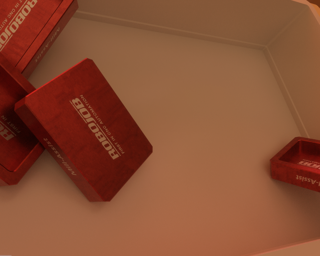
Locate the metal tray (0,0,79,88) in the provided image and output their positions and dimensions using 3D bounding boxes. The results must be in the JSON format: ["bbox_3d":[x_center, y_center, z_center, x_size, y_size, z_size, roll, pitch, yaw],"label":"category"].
[{"bbox_3d":[-0.164,-0.118,0.343,0.090,0.030,0.130,33,83,-8],"label":"metal tray"}]

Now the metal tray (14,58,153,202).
[{"bbox_3d":[-0.074,0.003,0.330,0.130,0.030,0.090,56,49,-17],"label":"metal tray"}]

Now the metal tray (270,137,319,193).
[{"bbox_3d":[0.237,0.054,0.437,0.091,0.130,0.030,-29,118,-36],"label":"metal tray"}]

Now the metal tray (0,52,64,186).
[{"bbox_3d":[-0.163,-0.019,0.288,0.130,0.030,0.090,52,45,-29],"label":"metal tray"}]

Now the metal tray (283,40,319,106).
[{"bbox_3d":[0.309,-0.116,0.641,0.090,0.030,0.130,35,51,-5],"label":"metal tray"}]
